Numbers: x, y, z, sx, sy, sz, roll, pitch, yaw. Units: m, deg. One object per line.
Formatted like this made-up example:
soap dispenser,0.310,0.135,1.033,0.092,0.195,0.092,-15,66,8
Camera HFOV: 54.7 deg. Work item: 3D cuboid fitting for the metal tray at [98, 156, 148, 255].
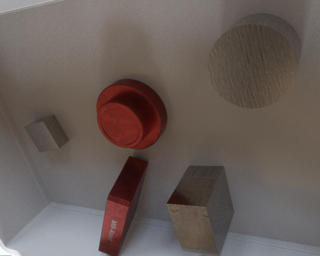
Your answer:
metal tray,-0.055,0.118,0.463,0.030,0.090,0.129,18,126,4

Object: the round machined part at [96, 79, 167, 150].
round machined part,-0.044,-0.012,0.412,0.098,0.042,0.097,13,124,20

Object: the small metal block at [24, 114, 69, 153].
small metal block,-0.187,0.010,0.510,0.050,0.025,0.050,-12,112,33

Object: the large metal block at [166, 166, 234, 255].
large metal block,0.057,0.106,0.407,0.050,0.080,0.080,-3,117,29

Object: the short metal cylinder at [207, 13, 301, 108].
short metal cylinder,0.093,-0.066,0.303,0.080,0.050,0.079,13,124,20
